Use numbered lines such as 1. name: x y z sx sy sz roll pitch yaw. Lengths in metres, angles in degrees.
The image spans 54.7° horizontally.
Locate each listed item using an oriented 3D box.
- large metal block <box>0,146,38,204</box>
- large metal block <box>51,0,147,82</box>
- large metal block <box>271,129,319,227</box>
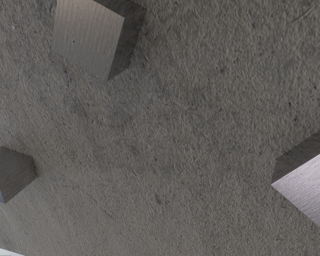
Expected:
1. large metal block: -0.293 0.085 0.579 0.080 0.080 0.050 15 124 20
2. large metal block: -0.072 -0.114 0.358 0.080 0.050 0.079 31 128 8
3. large metal block: 0.181 0.052 0.328 0.080 0.050 0.080 41 129 0
